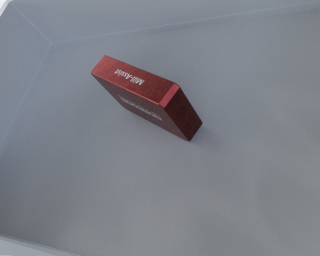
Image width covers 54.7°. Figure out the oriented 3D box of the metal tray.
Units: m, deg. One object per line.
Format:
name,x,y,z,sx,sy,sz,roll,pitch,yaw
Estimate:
metal tray,-0.017,-0.038,0.391,0.130,0.090,0.030,28,77,36
